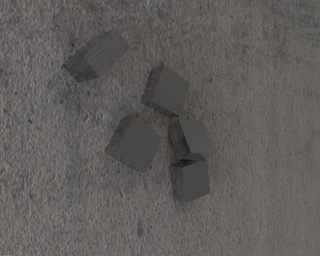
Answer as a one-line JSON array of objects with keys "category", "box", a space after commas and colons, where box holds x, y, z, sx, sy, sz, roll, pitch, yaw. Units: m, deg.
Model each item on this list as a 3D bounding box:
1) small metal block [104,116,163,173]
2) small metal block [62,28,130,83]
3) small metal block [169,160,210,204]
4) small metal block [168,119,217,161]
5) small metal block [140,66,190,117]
[{"category": "small metal block", "box": [-0.031, 0.020, 0.378, 0.050, 0.025, 0.050, 38, 67, -33]}, {"category": "small metal block", "box": [-0.069, -0.076, 0.330, 0.050, 0.050, 0.025, -52, 121, -27]}, {"category": "small metal block", "box": [0.043, 0.074, 0.441, 0.050, 0.025, 0.050, -11, 98, -39]}, {"category": "small metal block", "box": [0.044, 0.018, 0.427, 0.050, 0.025, 0.050, 5, 56, -40]}, {"category": "small metal block", "box": [0.008, -0.047, 0.411, 0.050, 0.025, 0.050, 26, 74, -37]}]
